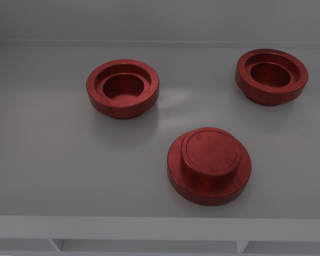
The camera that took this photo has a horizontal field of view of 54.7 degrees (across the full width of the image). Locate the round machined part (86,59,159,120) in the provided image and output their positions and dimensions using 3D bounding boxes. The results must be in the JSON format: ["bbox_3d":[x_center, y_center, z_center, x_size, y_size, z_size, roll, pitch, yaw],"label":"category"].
[{"bbox_3d":[-0.050,-0.050,0.436,0.099,0.042,0.098,0,50,0],"label":"round machined part"}]

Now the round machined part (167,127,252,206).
[{"bbox_3d":[0.058,0.037,0.363,0.099,0.042,0.098,0,50,0],"label":"round machined part"}]

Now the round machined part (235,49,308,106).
[{"bbox_3d":[0.159,-0.070,0.454,0.099,0.042,0.098,0,50,0],"label":"round machined part"}]
